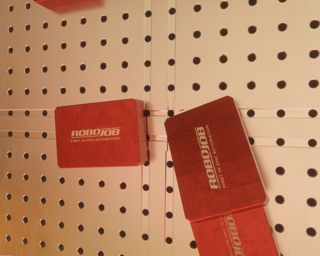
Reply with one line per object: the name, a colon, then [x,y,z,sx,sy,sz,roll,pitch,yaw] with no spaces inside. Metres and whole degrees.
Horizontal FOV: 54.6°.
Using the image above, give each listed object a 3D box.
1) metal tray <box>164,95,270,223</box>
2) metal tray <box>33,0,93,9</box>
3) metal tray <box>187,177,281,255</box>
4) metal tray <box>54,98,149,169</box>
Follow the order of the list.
metal tray: [0.063,0.037,0.366,0.090,0.030,0.130,-20,64,18]
metal tray: [-0.145,-0.253,0.462,0.090,0.030,0.129,-2,89,20]
metal tray: [0.090,0.130,0.378,0.090,0.030,0.129,-18,84,19]
metal tray: [-0.085,0.010,0.440,0.130,0.030,0.090,-4,89,20]
